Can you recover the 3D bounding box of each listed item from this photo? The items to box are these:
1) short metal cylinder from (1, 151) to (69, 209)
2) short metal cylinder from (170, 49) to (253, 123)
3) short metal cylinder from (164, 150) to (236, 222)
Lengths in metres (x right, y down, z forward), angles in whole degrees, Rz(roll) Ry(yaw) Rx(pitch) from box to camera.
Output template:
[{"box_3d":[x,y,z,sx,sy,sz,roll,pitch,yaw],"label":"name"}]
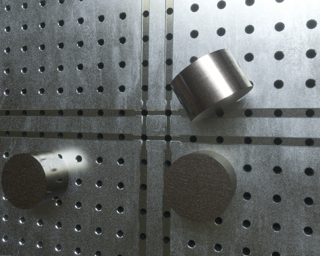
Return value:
[{"box_3d":[-0.186,0.076,0.463,0.080,0.050,0.079,0,90,19],"label":"short metal cylinder"},{"box_3d":[0.060,-0.048,0.362,0.080,0.080,0.050,-32,80,17],"label":"short metal cylinder"},{"box_3d":[0.051,0.069,0.381,0.080,0.050,0.079,0,90,19],"label":"short metal cylinder"}]
